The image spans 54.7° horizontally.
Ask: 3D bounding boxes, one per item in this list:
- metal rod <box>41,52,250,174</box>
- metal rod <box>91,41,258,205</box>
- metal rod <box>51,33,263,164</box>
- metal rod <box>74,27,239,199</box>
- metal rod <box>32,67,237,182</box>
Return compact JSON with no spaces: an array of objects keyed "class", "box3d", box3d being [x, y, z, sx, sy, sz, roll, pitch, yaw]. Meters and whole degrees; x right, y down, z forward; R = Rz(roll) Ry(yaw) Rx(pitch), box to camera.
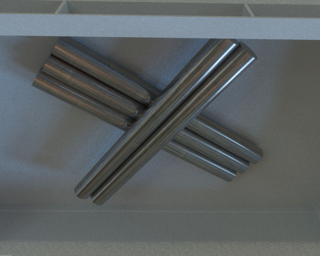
[{"class":"metal rod","box3d":[-0.002,-0.009,0.399,0.301,0.025,0.025,28,125,-22]},{"class":"metal rod","box3d":[-0.002,0.013,0.385,0.025,0.025,0.299,30,124,-23]},{"class":"metal rod","box3d":[0.014,-0.025,0.386,0.301,0.025,0.025,28,125,-22]},{"class":"metal rod","box3d":[-0.023,0.002,0.376,0.025,0.025,0.299,30,124,-23]},{"class":"metal rod","box3d":[-0.017,0.005,0.411,0.301,0.025,0.025,28,125,-22]}]
